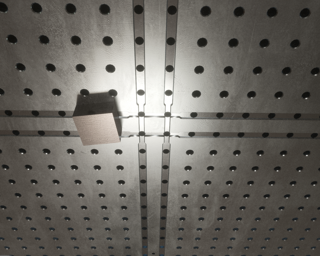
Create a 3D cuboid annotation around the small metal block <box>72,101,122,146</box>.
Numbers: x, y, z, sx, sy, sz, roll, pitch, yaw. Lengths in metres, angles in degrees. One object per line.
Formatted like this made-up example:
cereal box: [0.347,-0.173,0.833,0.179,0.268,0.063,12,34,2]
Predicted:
small metal block: [-0.081,-0.005,0.406,0.050,0.025,0.050,-5,130,4]
